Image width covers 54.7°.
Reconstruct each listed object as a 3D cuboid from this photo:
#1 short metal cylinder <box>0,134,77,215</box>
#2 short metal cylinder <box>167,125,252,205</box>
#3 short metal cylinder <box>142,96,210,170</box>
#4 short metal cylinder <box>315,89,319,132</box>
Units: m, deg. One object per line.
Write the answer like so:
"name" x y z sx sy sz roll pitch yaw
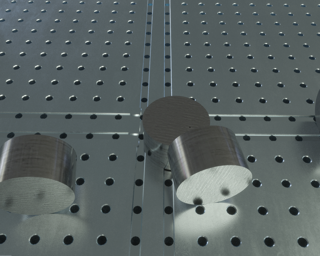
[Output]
"short metal cylinder" -0.131 0.051 0.327 0.081 0.080 0.050 -6 51 -5
"short metal cylinder" 0.052 0.042 0.337 0.081 0.080 0.050 -7 51 -7
"short metal cylinder" 0.019 0.006 0.387 0.081 0.050 0.080 1 50 0
"short metal cylinder" 0.243 -0.024 0.395 0.050 0.080 0.080 0 50 -1
